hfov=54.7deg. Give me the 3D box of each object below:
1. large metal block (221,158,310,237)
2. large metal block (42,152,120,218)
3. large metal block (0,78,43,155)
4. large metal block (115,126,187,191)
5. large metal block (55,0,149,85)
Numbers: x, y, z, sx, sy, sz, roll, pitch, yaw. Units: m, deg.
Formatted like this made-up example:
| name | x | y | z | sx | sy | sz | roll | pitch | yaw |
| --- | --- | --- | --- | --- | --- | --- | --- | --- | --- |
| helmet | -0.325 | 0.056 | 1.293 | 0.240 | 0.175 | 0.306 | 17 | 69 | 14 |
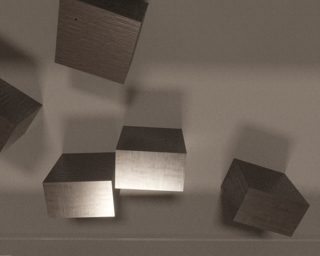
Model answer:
| name | x | y | z | sx | sy | sz | roll | pitch | yaw |
| --- | --- | --- | --- | --- | --- | --- | --- | --- | --- |
| large metal block | 0.136 | 0.091 | 0.417 | 0.080 | 0.080 | 0.050 | 17 | 109 | -7 |
| large metal block | -0.097 | 0.072 | 0.407 | 0.081 | 0.080 | 0.050 | -2 | 110 | 0 |
| large metal block | -0.203 | -0.020 | 0.372 | 0.080 | 0.080 | 0.050 | 34 | 106 | -12 |
| large metal block | -0.011 | 0.036 | 0.395 | 0.081 | 0.080 | 0.050 | 3 | 110 | -2 |
| large metal block | -0.065 | -0.105 | 0.343 | 0.080 | 0.050 | 0.079 | 17 | 133 | -7 |
